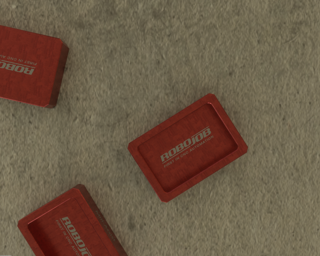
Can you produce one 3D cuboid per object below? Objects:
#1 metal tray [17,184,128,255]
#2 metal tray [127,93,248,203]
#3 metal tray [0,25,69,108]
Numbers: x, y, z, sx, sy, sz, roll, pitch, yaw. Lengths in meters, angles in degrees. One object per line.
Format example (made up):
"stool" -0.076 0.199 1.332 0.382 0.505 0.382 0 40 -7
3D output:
"metal tray" -0.110 0.151 0.406 0.090 0.030 0.130 -31 90 -1
"metal tray" 0.036 0.025 0.407 0.130 0.030 0.090 -32 90 -1
"metal tray" -0.196 -0.083 0.405 0.131 0.030 0.089 13 90 -1
